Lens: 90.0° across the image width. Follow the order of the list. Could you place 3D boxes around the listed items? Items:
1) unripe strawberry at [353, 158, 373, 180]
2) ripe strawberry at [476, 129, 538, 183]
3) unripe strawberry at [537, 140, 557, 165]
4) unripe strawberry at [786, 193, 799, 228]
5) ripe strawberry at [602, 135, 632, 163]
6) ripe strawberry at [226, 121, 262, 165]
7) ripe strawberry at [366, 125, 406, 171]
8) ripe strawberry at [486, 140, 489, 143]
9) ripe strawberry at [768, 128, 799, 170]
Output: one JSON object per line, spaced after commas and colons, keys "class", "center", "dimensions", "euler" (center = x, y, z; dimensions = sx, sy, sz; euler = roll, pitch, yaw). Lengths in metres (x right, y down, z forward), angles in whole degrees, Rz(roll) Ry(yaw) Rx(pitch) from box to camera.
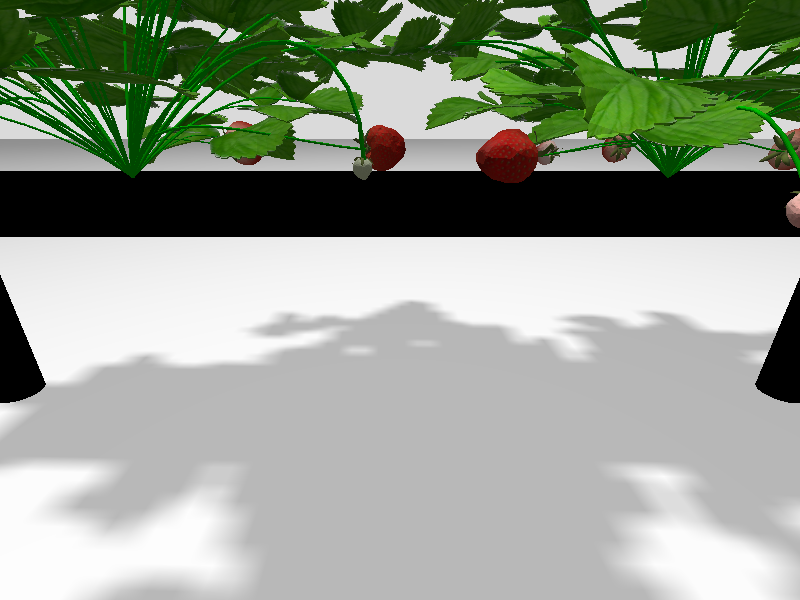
{"class": "unripe strawberry", "center": [-0.021, -0.074, 0.226], "dimensions": [0.011, 0.011, 0.011], "euler": [12, 26, 27]}
{"class": "ripe strawberry", "center": [0.075, -0.103, 0.286], "dimensions": [0.042, 0.036, 0.042], "euler": [-8, 24, -16]}
{"class": "unripe strawberry", "center": [0.162, -0.165, 0.447], "dimensions": [0.022, 0.025, 0.024], "euler": [-11, 25, -25]}
{"class": "unripe strawberry", "center": [0.160, -0.034, 0.152], "dimensions": [0.019, 0.017, 0.017], "euler": [7, 37, 17]}
{"class": "ripe strawberry", "center": [0.256, -0.181, 0.473], "dimensions": [0.031, 0.035, 0.033], "euler": [4, 23, 10]}
{"class": "ripe strawberry", "center": [-0.174, -0.180, 0.462], "dimensions": [0.045, 0.047, 0.049], "euler": [8, 24, 17]}
{"class": "ripe strawberry", "center": [-0.013, -0.142, 0.376], "dimensions": [0.039, 0.040, 0.035], "euler": [-5, 24, -13]}
{"class": "ripe strawberry", "center": [0.119, -0.194, 0.514], "dimensions": [0.027, 0.028, 0.029], "euler": [-12, 25, -26]}
{"class": "ripe strawberry", "center": [0.374, -0.142, 0.379], "dimensions": [0.036, 0.037, 0.033], "euler": [-8, 24, -19]}
